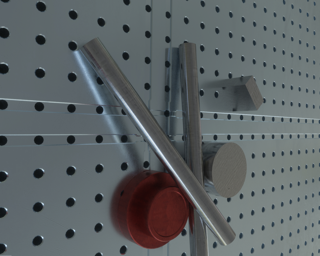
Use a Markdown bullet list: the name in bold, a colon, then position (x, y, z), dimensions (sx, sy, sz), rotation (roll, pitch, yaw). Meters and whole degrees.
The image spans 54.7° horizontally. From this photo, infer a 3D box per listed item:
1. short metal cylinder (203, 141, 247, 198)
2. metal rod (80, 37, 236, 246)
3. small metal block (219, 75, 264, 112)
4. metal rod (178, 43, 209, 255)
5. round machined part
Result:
- **short metal cylinder**: position (0.085, 0.060, 0.464), dimensions (0.081, 0.050, 0.080), rotation (0, 90, -40)
- **metal rod**: position (0.005, 0.026, 0.376), dimensions (0.025, 0.025, 0.299), rotation (-43, 105, -32)
- **small metal block**: position (0.133, -0.055, 0.504), dimensions (0.025, 0.050, 0.050), rotation (-48, 119, -29)
- **metal rod**: position (0.046, 0.031, 0.428), dimensions (0.025, 0.025, 0.298), rotation (1, 83, -40)
- **round machined part**: position (-0.001, 0.105, 0.397), dimensions (0.099, 0.042, 0.097), rotation (0, 90, -40)
